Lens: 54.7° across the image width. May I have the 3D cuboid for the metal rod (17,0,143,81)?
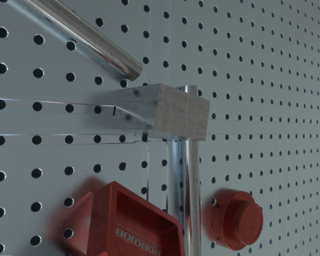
[{"bbox_3d":[-0.133,-0.135,0.297,0.301,0.025,0.025,33,70,-36],"label":"metal rod"}]

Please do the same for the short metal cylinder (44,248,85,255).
[{"bbox_3d":[-0.093,0.171,0.316,0.081,0.050,0.079,0,90,-40],"label":"short metal cylinder"}]

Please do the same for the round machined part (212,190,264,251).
[{"bbox_3d":[0.135,0.155,0.515,0.099,0.042,0.097,0,90,-40],"label":"round machined part"}]

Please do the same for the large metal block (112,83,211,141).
[{"bbox_3d":[0.001,-0.016,0.376,0.081,0.080,0.050,13,82,-40],"label":"large metal block"}]

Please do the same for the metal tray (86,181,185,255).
[{"bbox_3d":[-0.021,0.130,0.358,0.130,0.030,0.090,40,28,-33],"label":"metal tray"}]

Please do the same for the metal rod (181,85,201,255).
[{"bbox_3d":[0.046,0.089,0.449,0.025,0.025,0.298,-2,92,-40],"label":"metal rod"}]
